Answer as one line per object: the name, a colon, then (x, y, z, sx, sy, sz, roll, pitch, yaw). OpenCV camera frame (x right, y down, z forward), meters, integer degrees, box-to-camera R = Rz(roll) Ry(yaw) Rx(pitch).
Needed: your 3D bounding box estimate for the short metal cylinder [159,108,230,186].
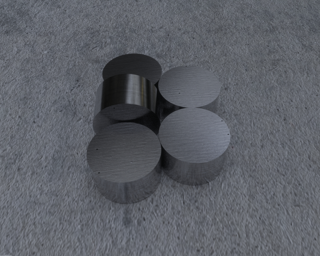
short metal cylinder: (0.039, 0.022, 0.369, 0.080, 0.050, 0.080, 0, 51, 1)

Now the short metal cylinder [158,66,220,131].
short metal cylinder: (0.038, -0.040, 0.421, 0.080, 0.050, 0.080, 0, 51, 0)

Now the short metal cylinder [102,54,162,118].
short metal cylinder: (-0.037, -0.061, 0.439, 0.080, 0.050, 0.080, 0, 50, 1)

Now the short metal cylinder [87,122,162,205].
short metal cylinder: (-0.038, 0.040, 0.354, 0.080, 0.050, 0.080, 0, 50, 1)

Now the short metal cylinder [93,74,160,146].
short metal cylinder: (-0.041, -0.021, 0.386, 0.081, 0.080, 0.050, -2, 50, -2)
